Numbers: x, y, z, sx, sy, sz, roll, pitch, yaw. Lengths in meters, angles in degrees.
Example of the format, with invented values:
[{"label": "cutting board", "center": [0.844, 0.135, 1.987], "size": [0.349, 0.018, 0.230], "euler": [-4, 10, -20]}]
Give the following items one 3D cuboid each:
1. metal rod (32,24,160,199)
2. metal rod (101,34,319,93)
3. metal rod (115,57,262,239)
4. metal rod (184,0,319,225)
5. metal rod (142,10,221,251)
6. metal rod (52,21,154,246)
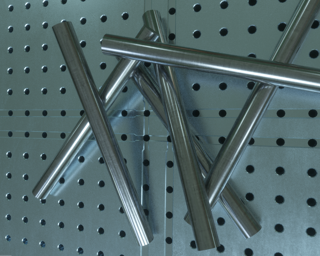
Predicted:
[{"label": "metal rod", "center": [-0.098, -0.009, 0.429], "size": [0.025, 0.025, 0.299], "euler": [44, 110, 14]}, {"label": "metal rod", "center": [0.079, -0.068, 0.339], "size": [0.301, 0.025, 0.025], "euler": [13, 94, 12]}, {"label": "metal rod", "center": [0.027, 0.006, 0.403], "size": [0.025, 0.025, 0.299], "euler": [-39, 78, 16]}, {"label": "metal rod", "center": [0.108, -0.020, 0.358], "size": [0.025, 0.025, 0.299], "euler": [28, 93, 18]}, {"label": "metal rod", "center": [0.020, -0.012, 0.372], "size": [0.025, 0.025, 0.299], "euler": [-19, 71, 19]}, {"label": "metal rod", "center": [-0.070, 0.014, 0.400], "size": [0.025, 0.025, 0.299], "euler": [-17, 99, 19]}]
